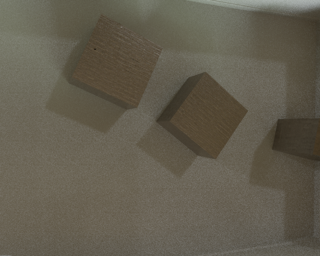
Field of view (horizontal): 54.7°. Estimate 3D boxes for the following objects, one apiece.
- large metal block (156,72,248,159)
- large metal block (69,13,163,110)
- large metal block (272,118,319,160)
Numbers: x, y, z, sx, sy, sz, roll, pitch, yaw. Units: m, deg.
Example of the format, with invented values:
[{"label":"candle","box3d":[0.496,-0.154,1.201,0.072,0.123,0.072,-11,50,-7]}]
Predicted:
[{"label":"large metal block","box3d":[0.056,-0.016,0.418,0.080,0.050,0.080,39,78,-16]},{"label":"large metal block","box3d":[-0.054,-0.076,0.377,0.080,0.050,0.080,25,82,-19]},{"label":"large metal block","box3d":[0.233,0.019,0.467,0.081,0.080,0.050,14,86,-20]}]
